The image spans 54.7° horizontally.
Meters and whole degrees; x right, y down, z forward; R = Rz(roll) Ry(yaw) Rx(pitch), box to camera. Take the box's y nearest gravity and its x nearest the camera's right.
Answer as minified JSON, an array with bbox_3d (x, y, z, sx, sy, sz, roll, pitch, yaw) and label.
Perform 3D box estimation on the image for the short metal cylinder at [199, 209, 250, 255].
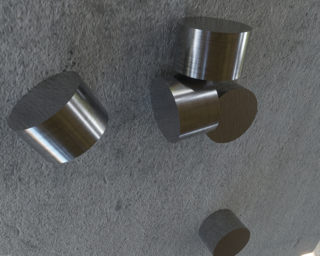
[{"bbox_3d":[0.120,0.199,0.579,0.081,0.050,0.079,-14,124,-21],"label":"short metal cylinder"}]

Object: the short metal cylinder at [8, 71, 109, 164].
[{"bbox_3d":[-0.100,-0.012,0.310,0.080,0.080,0.050,-36,129,-5],"label":"short metal cylinder"}]

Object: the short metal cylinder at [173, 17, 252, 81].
[{"bbox_3d":[0.057,-0.091,0.346,0.081,0.080,0.050,-9,123,-24],"label":"short metal cylinder"}]

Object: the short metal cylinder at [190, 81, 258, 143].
[{"bbox_3d":[0.083,-0.026,0.419,0.081,0.050,0.079,-14,124,-21],"label":"short metal cylinder"}]

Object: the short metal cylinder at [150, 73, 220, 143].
[{"bbox_3d":[0.028,-0.027,0.369,0.050,0.080,0.079,-17,125,-19],"label":"short metal cylinder"}]
